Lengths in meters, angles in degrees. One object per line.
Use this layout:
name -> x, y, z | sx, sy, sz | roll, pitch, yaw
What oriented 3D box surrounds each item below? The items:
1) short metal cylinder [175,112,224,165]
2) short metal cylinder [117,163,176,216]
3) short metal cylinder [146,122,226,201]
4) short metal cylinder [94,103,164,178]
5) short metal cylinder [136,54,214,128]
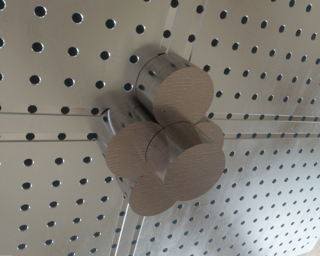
short metal cylinder -> 0.040, 0.016, 0.426 | 0.081, 0.050, 0.079 | -14, 124, -21
short metal cylinder -> -0.014, 0.075, 0.433 | 0.081, 0.050, 0.079 | -13, 122, -22
short metal cylinder -> 0.030, 0.040, 0.370 | 0.081, 0.050, 0.079 | -14, 124, -21
short metal cylinder -> -0.036, 0.015, 0.385 | 0.081, 0.050, 0.079 | -14, 124, -21
short metal cylinder -> 0.018, -0.044, 0.377 | 0.081, 0.050, 0.079 | -14, 125, -22
